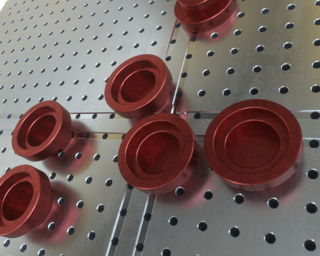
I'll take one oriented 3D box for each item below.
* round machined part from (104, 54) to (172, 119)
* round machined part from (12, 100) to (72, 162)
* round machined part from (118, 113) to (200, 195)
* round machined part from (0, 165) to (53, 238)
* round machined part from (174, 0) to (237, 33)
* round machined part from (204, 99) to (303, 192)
[{"bbox_3d":[-0.027,-0.055,0.446,0.098,0.042,0.098,-13,56,21],"label":"round machined part"},{"bbox_3d":[-0.179,0.009,0.488,0.098,0.042,0.098,-13,56,21],"label":"round machined part"},{"bbox_3d":[0.002,0.034,0.377,0.098,0.042,0.098,-13,56,21],"label":"round machined part"},{"bbox_3d":[-0.192,0.105,0.436,0.098,0.042,0.098,-13,56,21],"label":"round machined part"},{"bbox_3d":[0.067,-0.202,0.487,0.098,0.042,0.098,-13,56,21],"label":"round machined part"},{"bbox_3d":[0.100,0.021,0.332,0.098,0.042,0.098,-13,56,21],"label":"round machined part"}]
